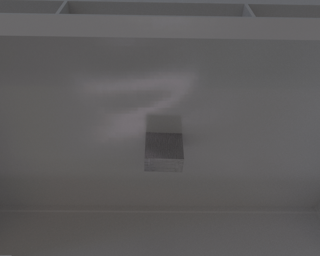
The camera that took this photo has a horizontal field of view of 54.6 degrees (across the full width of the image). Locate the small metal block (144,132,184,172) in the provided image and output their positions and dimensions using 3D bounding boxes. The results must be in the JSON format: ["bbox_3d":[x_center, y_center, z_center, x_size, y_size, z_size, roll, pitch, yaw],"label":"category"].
[{"bbox_3d":[0.005,0.032,0.420,0.050,0.050,0.025,2,130,-2],"label":"small metal block"}]
